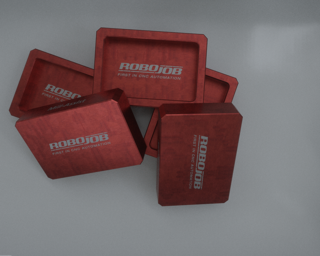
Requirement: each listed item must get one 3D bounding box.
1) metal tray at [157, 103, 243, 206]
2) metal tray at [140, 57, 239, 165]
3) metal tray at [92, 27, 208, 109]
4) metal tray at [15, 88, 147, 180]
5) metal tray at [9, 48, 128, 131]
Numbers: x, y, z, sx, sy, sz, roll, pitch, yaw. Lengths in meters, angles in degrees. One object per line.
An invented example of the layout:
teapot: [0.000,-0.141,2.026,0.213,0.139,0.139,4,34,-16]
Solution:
metal tray: [0.043,0.034,0.376,0.091,0.030,0.129,-1,119,-6]
metal tray: [0.037,-0.016,0.408,0.090,0.030,0.129,19,90,-1]
metal tray: [-0.012,-0.069,0.377,0.131,0.030,0.089,4,90,-1]
metal tray: [-0.092,0.011,0.372,0.130,0.030,0.090,-12,120,15]
metal tray: [-0.115,-0.038,0.404,0.131,0.030,0.090,20,90,-1]
